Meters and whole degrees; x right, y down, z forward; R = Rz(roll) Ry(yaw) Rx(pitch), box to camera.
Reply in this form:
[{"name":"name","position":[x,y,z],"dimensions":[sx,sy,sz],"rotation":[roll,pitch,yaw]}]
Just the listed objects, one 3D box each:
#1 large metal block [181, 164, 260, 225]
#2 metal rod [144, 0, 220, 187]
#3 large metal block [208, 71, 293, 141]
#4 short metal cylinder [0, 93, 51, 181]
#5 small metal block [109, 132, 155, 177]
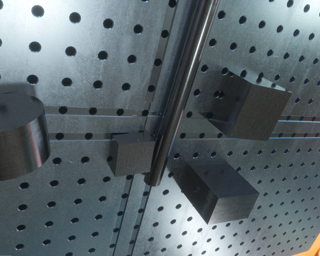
[{"name":"large metal block","position":[0.094,0.102,0.492],"dimensions":[0.081,0.080,0.050],"rotation":[1,118,-29]},{"name":"metal rod","position":[0.028,-0.052,0.395],"dimensions":[0.025,0.025,0.298],"rotation":[2,117,-30]},{"name":"large metal block","position":[0.130,-0.030,0.450],"dimensions":[0.081,0.050,0.079],"rotation":[6,116,-31]},{"name":"short metal cylinder","position":[-0.151,0.006,0.298],"dimensions":[0.081,0.080,0.050],"rotation":[-11,123,-23]},{"name":"small metal block","position":[-0.038,0.035,0.414],"dimensions":[0.050,0.025,0.050],"rotation":[-5,121,-27]}]
